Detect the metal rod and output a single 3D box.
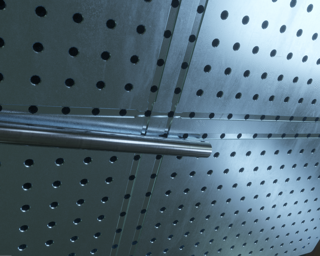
[{"bbox_3d":[-0.058,0.018,0.389,0.302,0.025,0.025,7,115,-32],"label":"metal rod"}]
